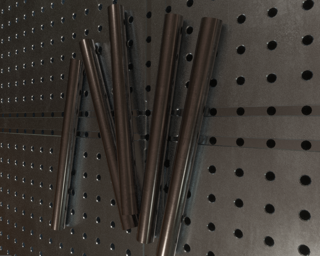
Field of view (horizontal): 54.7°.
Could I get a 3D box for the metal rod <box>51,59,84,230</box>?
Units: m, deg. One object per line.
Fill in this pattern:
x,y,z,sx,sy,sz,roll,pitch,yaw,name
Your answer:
-0.160,0.032,0.538,0.025,0.025,0.298,15,99,39,metal rod

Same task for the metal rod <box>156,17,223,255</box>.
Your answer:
0.034,0.020,0.379,0.025,0.025,0.298,17,101,38,metal rod

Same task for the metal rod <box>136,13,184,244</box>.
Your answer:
-0.001,0.005,0.408,0.025,0.025,0.298,12,98,39,metal rod

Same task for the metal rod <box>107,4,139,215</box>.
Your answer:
-0.053,-0.031,0.441,0.025,0.025,0.298,-11,80,39,metal rod

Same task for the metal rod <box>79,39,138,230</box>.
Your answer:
-0.080,0.002,0.472,0.025,0.025,0.299,-25,74,37,metal rod
